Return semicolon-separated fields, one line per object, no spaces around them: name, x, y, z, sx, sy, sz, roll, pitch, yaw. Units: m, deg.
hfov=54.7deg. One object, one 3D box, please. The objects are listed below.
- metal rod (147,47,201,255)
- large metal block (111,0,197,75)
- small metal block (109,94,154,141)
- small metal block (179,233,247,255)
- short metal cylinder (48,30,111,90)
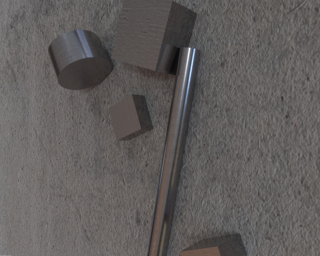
metal rod;0.014;0.051;0.391;0.025;0.025;0.298;15;99;39
large metal block;-0.009;-0.116;0.394;0.080;0.050;0.079;23;105;37
small metal block;-0.042;-0.014;0.437;0.050;0.025;0.050;-25;74;37
small metal block;0.059;0.138;0.339;0.050;0.050;0.025;-25;74;37
short metal cylinder;-0.120;-0.100;0.465;0.080;0.081;0.050;-37;68;33
